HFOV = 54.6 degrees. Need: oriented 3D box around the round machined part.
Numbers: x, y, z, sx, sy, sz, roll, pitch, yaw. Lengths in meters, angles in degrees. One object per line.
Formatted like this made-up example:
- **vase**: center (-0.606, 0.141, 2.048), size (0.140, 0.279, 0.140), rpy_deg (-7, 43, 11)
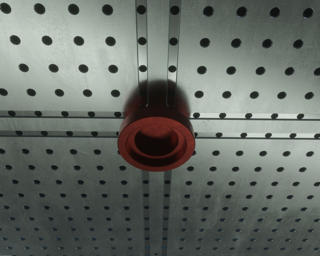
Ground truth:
- **round machined part**: center (-0.005, 0.010, 0.408), size (0.099, 0.042, 0.097), rpy_deg (0, 130, 0)
